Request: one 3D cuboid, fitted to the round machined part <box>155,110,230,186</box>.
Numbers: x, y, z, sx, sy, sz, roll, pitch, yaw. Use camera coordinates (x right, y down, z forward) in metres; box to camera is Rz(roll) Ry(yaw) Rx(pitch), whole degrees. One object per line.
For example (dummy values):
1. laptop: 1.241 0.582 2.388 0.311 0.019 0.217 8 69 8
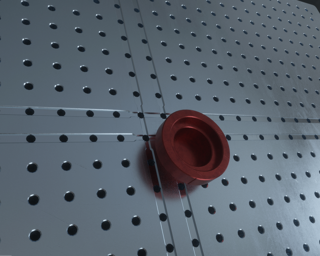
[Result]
1. round machined part: 0.038 0.028 0.402 0.099 0.042 0.098 14 56 -21
